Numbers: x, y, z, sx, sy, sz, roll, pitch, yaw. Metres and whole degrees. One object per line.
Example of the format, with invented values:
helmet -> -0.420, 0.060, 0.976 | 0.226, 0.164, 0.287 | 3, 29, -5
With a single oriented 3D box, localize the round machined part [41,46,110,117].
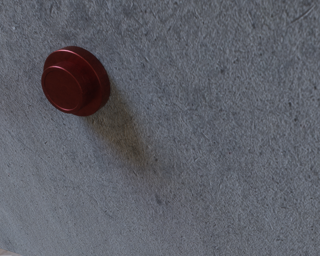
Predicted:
round machined part -> -0.121, -0.058, 0.424 | 0.098, 0.042, 0.097 | 13, 124, 21
